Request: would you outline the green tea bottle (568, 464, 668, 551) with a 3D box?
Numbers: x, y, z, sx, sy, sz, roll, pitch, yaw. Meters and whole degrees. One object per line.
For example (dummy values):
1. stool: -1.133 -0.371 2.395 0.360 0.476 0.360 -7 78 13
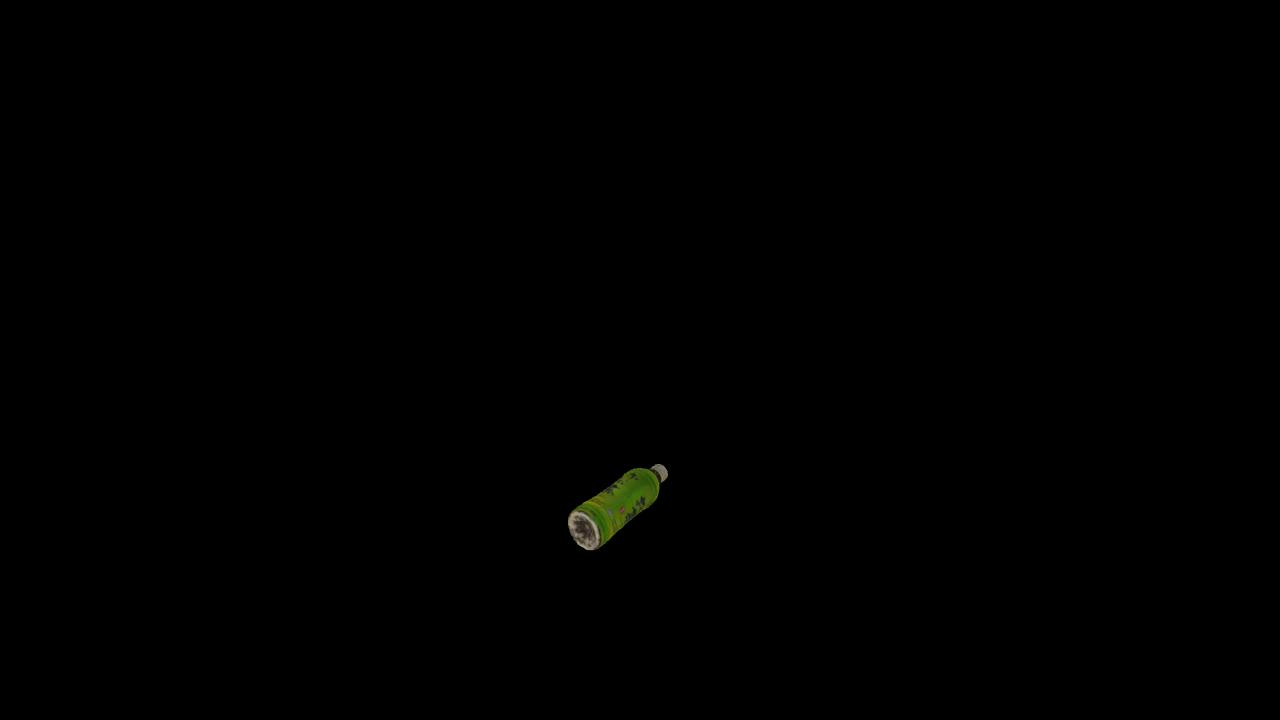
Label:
1. green tea bottle: -0.025 0.225 0.996 0.073 0.073 0.212 0 17 35
